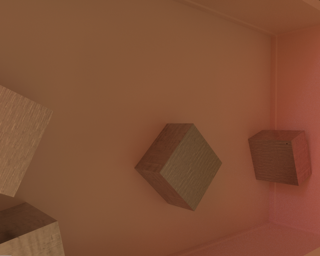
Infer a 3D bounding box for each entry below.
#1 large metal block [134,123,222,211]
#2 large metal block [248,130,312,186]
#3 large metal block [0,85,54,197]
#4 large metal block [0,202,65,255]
[{"bbox_3d":[0.027,0.050,0.413,0.080,0.050,0.080,51,60,-28],"label":"large metal block"},{"bbox_3d":[0.211,0.050,0.548,0.050,0.080,0.080,-24,106,-37],"label":"large metal block"},{"bbox_3d":[-0.152,0.005,0.263,0.080,0.050,0.080,31,71,-36],"label":"large metal block"},{"bbox_3d":[-0.121,0.119,0.269,0.050,0.080,0.079,-15,100,-39],"label":"large metal block"}]
